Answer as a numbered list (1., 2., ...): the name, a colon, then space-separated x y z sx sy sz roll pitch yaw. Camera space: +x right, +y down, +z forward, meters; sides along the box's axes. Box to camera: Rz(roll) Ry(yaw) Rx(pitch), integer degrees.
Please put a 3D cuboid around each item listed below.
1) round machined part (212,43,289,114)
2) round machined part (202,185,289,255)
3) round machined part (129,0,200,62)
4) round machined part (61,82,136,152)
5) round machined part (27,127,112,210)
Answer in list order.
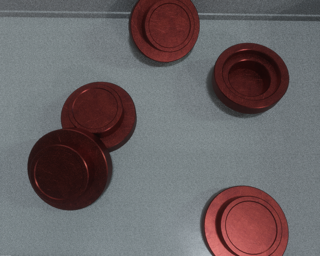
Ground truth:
1. round machined part: 0.120 -0.064 0.425 0.099 0.042 0.098 0 70 0
2. round machined part: 0.100 0.115 0.359 0.099 0.042 0.098 0 70 0
3. round machined part: 0.009 -0.139 0.425 0.099 0.042 0.097 -4 107 -13
4. round machined part: -0.081 -0.018 0.407 0.099 0.042 0.098 0 70 0
5. round machined part: -0.109 0.050 0.361 0.099 0.042 0.097 1 96 7
